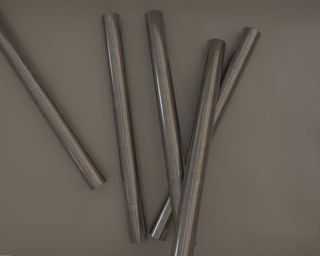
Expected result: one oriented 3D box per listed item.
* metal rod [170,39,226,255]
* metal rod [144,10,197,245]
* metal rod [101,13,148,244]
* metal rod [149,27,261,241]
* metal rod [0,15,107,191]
[{"bbox_3d":[0.047,0.030,0.375,0.025,0.025,0.299,11,75,0],"label":"metal rod"},{"bbox_3d":[0.012,-0.004,0.394,0.025,0.025,0.298,-8,84,0],"label":"metal rod"},{"bbox_3d":[-0.047,0.000,0.410,0.025,0.025,0.298,-7,90,0],"label":"metal rod"},{"bbox_3d":[0.060,0.008,0.411,0.025,0.025,0.299,25,90,0],"label":"metal rod"},{"bbox_3d":[-0.162,-0.049,0.409,0.025,0.025,0.299,-33,90,0],"label":"metal rod"}]
